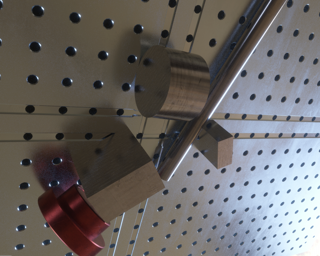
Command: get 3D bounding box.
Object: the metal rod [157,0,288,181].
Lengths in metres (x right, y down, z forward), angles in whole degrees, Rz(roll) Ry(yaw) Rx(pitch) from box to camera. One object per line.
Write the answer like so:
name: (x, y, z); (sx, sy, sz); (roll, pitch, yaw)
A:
metal rod: (0.079, -0.053, 0.423); (0.025, 0.025, 0.299); (21, 107, -37)

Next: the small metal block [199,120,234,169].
small metal block: (0.082, 0.024, 0.457); (0.025, 0.050, 0.050); (-19, 126, -18)

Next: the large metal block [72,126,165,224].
large metal block: (-0.053, 0.054, 0.382); (0.080, 0.080, 0.050); (-30, 129, -10)

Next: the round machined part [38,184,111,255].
round machined part: (-0.098, 0.107, 0.378); (0.042, 0.098, 0.098); (-41, 130, -10)

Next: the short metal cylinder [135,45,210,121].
short metal cylinder: (0.012, -0.049, 0.353); (0.050, 0.080, 0.079); (5, 116, -31)
